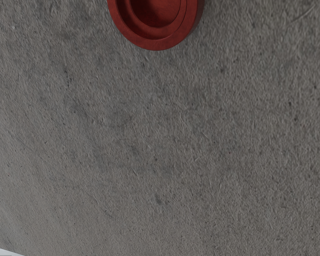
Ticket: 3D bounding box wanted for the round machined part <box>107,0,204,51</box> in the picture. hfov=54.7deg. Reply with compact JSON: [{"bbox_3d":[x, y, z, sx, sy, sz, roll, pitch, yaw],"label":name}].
[{"bbox_3d":[-0.001,-0.132,0.315,0.098,0.042,0.097,13,124,21],"label":"round machined part"}]
